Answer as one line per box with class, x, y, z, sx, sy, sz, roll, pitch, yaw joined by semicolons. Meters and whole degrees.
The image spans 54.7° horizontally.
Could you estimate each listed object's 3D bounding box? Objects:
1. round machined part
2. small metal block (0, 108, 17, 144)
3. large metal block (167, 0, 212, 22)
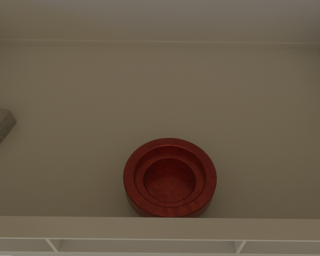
round machined part;0.010;0.062;0.342;0.099;0.042;0.098;0;50;0
small metal block;-0.228;-0.002;0.404;0.050;0.025;0.050;13;51;10
large metal block;0.054;-0.250;0.602;0.081;0.050;0.080;-1;50;-2
